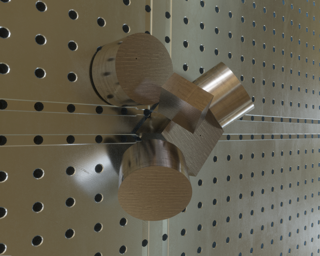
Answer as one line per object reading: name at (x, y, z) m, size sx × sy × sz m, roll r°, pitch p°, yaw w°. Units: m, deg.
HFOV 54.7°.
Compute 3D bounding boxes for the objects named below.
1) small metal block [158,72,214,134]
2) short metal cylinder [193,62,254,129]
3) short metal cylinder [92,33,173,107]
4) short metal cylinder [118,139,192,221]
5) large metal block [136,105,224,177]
small metal block at (0.027, -0.027, 0.347) m, size 0.050 × 0.050 × 0.025 m, roll 33°, pitch 64°, yaw 12°
short metal cylinder at (0.086, -0.045, 0.432) m, size 0.050 × 0.080 × 0.080 m, roll -35°, pitch 118°, yaw 8°
short metal cylinder at (-0.031, -0.066, 0.363) m, size 0.081 × 0.050 × 0.079 m, roll 0°, pitch 90°, yaw -40°
short metal cylinder at (-0.007, 0.060, 0.356) m, size 0.081 × 0.050 × 0.079 m, roll -2°, pitch 121°, yaw -4°
large metal block at (0.029, 0.005, 0.410) m, size 0.080 × 0.050 × 0.080 m, roll 52°, pitch 60°, yaw -28°
